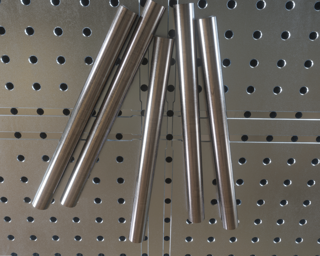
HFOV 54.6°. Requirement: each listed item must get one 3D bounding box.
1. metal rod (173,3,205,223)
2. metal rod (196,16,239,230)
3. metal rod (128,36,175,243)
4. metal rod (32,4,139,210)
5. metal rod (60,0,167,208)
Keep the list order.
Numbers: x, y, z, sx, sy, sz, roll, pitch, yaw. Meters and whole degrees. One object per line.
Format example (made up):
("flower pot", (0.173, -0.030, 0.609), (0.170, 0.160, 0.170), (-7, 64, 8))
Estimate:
("metal rod", (0.041, -0.005, 0.412), (0.025, 0.025, 0.298), (-5, 110, 2))
("metal rod", (0.080, 0.008, 0.417), (0.025, 0.025, 0.298), (-9, 110, 3))
("metal rod", (-0.015, 0.029, 0.424), (0.025, 0.025, 0.298), (7, 110, -3))
("metal rod", (-0.105, -0.014, 0.407), (0.025, 0.025, 0.298), (26, 108, -9))
("metal rod", (-0.068, -0.019, 0.406), (0.025, 0.025, 0.298), (24, 108, -9))
